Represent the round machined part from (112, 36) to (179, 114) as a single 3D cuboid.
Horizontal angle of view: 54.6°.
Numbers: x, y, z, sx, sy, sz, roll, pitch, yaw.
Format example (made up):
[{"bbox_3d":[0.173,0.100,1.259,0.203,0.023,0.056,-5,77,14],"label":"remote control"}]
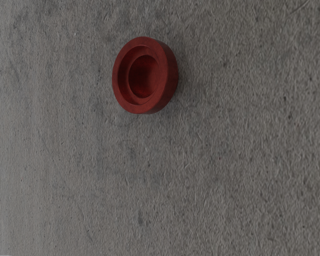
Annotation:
[{"bbox_3d":[-0.015,-0.067,0.407,0.098,0.042,0.097,0,90,40],"label":"round machined part"}]
